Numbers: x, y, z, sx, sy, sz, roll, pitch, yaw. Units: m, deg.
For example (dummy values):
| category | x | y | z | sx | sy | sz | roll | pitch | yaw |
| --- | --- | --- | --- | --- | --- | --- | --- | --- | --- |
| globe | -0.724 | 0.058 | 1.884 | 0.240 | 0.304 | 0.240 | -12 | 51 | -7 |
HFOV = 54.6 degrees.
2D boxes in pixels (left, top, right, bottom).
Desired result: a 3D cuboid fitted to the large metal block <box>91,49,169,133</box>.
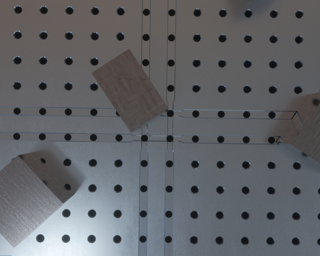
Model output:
| category | x | y | z | sx | sy | sz | roll | pitch | yaw |
| --- | --- | --- | --- | --- | --- | --- | --- | --- | --- |
| large metal block | -0.033 | -0.042 | 0.386 | 0.050 | 0.080 | 0.080 | -33 | 90 | 0 |

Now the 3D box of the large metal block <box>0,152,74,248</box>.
| category | x | y | z | sx | sy | sz | roll | pitch | yaw |
| --- | --- | --- | --- | --- | --- | --- | --- | --- | --- |
| large metal block | -0.174 | 0.089 | 0.400 | 0.080 | 0.050 | 0.080 | -43 | 90 | 0 |

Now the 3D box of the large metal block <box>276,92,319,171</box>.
| category | x | y | z | sx | sy | sz | roll | pitch | yaw |
| --- | --- | --- | --- | --- | --- | --- | --- | --- | --- |
| large metal block | 0.216 | 0.009 | 0.402 | 0.080 | 0.050 | 0.080 | 34 | 90 | 0 |

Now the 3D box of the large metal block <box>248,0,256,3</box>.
| category | x | y | z | sx | sy | sz | roll | pitch | yaw |
| --- | --- | --- | --- | --- | --- | --- | --- | --- | --- |
| large metal block | 0.133 | -0.217 | 0.387 | 0.050 | 0.080 | 0.080 | -18 | 90 | 0 |
